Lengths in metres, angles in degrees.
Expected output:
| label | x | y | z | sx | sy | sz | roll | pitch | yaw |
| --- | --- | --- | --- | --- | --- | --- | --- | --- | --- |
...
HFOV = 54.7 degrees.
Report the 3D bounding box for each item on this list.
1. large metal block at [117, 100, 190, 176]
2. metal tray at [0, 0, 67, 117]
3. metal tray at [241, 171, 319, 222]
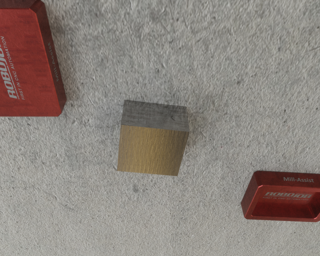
| label | x | y | z | sx | sy | sz | roll | pitch | yaw |
| --- | --- | --- | --- | --- | --- | --- | --- | --- | --- |
| large metal block | -0.011 | 0.014 | 0.403 | 0.081 | 0.050 | 0.079 | 6 | 130 | -6 |
| metal tray | -0.162 | -0.072 | 0.340 | 0.091 | 0.030 | 0.129 | 0 | 130 | -1 |
| metal tray | 0.208 | 0.113 | 0.503 | 0.131 | 0.030 | 0.089 | 3 | 130 | -4 |
